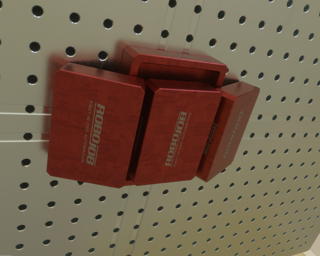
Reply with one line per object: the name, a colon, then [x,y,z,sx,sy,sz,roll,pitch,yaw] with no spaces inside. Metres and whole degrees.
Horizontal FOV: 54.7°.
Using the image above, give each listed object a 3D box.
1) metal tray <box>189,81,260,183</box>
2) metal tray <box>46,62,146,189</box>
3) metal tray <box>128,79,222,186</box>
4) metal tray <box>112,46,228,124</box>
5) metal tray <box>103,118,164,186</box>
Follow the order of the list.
metal tray: [0.091,0.004,0.438,0.091,0.030,0.129,-21,132,-51]
metal tray: [-0.073,0.001,0.347,0.091,0.030,0.129,12,115,-6]
metal tray: [0.015,0.008,0.383,0.091,0.030,0.129,-1,119,-29]
metal tray: [0.013,-0.047,0.387,0.131,0.030,0.089,0,119,-29]
metal tray: [-0.007,0.032,0.426,0.131,0.030,0.089,0,119,-29]
